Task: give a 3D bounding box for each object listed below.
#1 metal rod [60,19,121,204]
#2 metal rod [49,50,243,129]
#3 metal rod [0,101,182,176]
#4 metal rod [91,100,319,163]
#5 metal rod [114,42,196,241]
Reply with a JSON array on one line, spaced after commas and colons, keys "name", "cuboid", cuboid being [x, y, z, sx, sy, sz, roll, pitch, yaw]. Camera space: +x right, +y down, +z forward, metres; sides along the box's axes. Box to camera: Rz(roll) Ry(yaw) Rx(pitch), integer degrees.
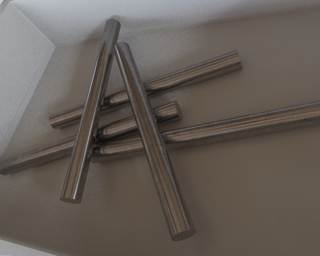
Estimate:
[{"name": "metal rod", "cuboid": [-0.093, -0.043, 0.445, 0.025, 0.025, 0.299, -8, 58, 24]}, {"name": "metal rod", "cuboid": [-0.033, -0.050, 0.451, 0.301, 0.025, 0.025, -16, 55, 18]}, {"name": "metal rod", "cuboid": [-0.112, 0.020, 0.450, 0.301, 0.025, 0.025, -18, 55, 17]}, {"name": "metal rod", "cuboid": [0.045, 0.009, 0.375, 0.301, 0.025, 0.025, -12, 57, 21]}, {"name": "metal rod", "cuboid": [-0.018, -0.010, 0.386, 0.025, 0.025, 0.299, -28, 52, 10]}]
